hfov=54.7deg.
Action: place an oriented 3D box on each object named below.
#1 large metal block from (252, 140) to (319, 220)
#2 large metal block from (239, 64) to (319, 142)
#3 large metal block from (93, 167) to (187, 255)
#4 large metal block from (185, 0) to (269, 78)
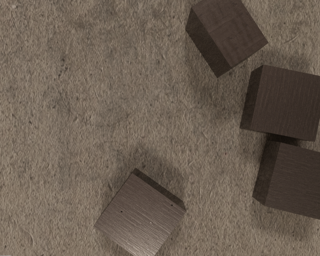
[{"bbox_3d":[0.175,0.065,0.400,0.080,0.050,0.080,14,90,-1],"label":"large metal block"},{"bbox_3d":[0.156,-0.030,0.400,0.080,0.050,0.080,11,90,-1],"label":"large metal block"},{"bbox_3d":[-0.024,0.109,0.397,0.080,0.050,0.080,36,90,-1],"label":"large metal block"},{"bbox_3d":[0.078,-0.115,0.383,0.050,0.080,0.080,-33,90,0],"label":"large metal block"}]
